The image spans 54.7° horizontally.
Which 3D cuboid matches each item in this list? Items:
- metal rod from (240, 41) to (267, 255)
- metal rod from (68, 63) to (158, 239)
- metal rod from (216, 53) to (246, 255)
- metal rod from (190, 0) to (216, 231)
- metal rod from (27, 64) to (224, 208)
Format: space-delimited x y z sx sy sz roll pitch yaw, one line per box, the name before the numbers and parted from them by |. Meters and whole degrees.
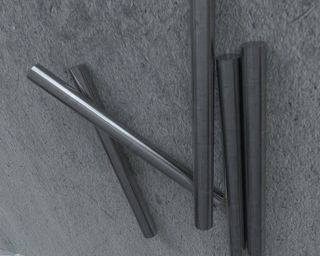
metal rod | 0.115 0.048 0.375 0.025 0.025 0.298 5 121 26
metal rod | -0.064 0.048 0.469 0.025 0.025 0.298 -6 116 31
metal rod | 0.093 0.056 0.392 0.025 0.025 0.298 5 121 26
metal rod | 0.050 -0.007 0.356 0.025 0.025 0.298 8 116 24
metal rod | -0.042 0.013 0.415 0.301 0.025 0.025 35 129 -5
